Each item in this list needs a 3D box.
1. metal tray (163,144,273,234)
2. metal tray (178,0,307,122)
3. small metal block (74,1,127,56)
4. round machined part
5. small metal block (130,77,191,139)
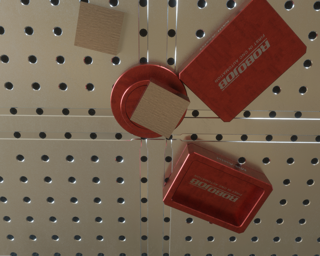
[{"bbox_3d":[0.080,0.088,0.443,0.131,0.030,0.089,24,108,-9],"label":"metal tray"},{"bbox_3d":[0.098,-0.082,0.381,0.090,0.030,0.130,42,105,-14],"label":"metal tray"},{"bbox_3d":[-0.070,-0.118,0.369,0.050,0.025,0.050,13,110,-5],"label":"small metal block"},{"bbox_3d":[-0.014,-0.032,0.392,0.099,0.042,0.097,0,110,0],"label":"round machined part"},{"bbox_3d":[0.000,-0.023,0.360,0.050,0.025,0.050,27,108,-10],"label":"small metal block"}]
